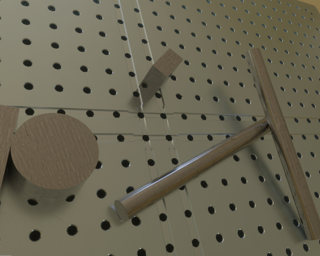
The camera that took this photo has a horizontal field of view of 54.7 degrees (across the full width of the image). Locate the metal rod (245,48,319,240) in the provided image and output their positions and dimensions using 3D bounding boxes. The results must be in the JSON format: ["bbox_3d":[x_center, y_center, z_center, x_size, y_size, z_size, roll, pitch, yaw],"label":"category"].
[{"bbox_3d":[0.186,0.015,0.474,0.025,0.025,0.299,-4,73,-31],"label":"metal rod"}]

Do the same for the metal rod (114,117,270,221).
[{"bbox_3d":[0.070,0.041,0.422,0.302,0.025,0.025,-23,75,-37],"label":"metal rod"}]

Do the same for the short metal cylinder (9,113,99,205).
[{"bbox_3d":[-0.109,0.032,0.315,0.081,0.050,0.080,14,56,-21],"label":"short metal cylinder"}]

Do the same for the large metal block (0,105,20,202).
[{"bbox_3d":[-0.181,0.020,0.283,0.081,0.050,0.080,11,57,-22],"label":"large metal block"}]

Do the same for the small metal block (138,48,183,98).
[{"bbox_3d":[0.001,-0.078,0.442,0.025,0.050,0.050,39,51,-2],"label":"small metal block"}]
